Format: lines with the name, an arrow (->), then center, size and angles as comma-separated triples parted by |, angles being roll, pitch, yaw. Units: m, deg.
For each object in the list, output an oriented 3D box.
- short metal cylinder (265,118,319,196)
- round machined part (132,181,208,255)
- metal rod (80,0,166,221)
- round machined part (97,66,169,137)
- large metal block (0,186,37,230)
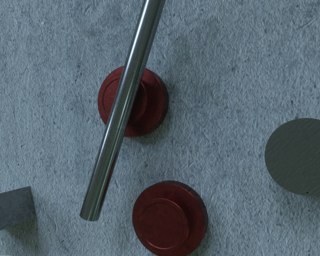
short metal cylinder -> 0.158, 0.029, 0.340 | 0.080, 0.050, 0.079 | 0, 90, 20
round machined part -> 0.009, 0.119, 0.397 | 0.098, 0.042, 0.097 | 0, 90, 20
metal rod -> -0.045, -0.028, 0.380 | 0.025, 0.025, 0.298 | 20, 97, 19
round machined part -> -0.041, -0.036, 0.414 | 0.098, 0.042, 0.097 | 0, 90, 20
large metal block -> -0.252, 0.127, 0.468 | 0.080, 0.080, 0.050 | -16, 85, 19
